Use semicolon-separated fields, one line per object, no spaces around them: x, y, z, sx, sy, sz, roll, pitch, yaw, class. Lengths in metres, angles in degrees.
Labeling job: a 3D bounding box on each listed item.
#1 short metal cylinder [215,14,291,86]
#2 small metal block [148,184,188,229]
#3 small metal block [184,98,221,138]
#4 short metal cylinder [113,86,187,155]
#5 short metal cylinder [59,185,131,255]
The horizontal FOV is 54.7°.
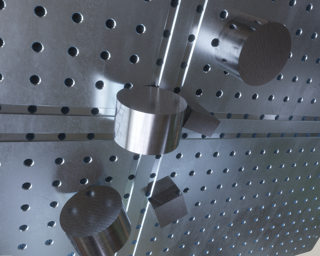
0.118;-0.100;0.398;0.081;0.050;0.079;-14;124;-21;short metal cylinder
0.013;0.126;0.496;0.050;0.025;0.050;-25;128;-13;small metal block
0.043;-0.016;0.408;0.050;0.050;0.025;19;108;-36;small metal block
-0.013;-0.011;0.362;0.081;0.080;0.050;-5;121;-26;short metal cylinder
-0.083;0.122;0.406;0.081;0.080;0.050;-23;127;-15;short metal cylinder
